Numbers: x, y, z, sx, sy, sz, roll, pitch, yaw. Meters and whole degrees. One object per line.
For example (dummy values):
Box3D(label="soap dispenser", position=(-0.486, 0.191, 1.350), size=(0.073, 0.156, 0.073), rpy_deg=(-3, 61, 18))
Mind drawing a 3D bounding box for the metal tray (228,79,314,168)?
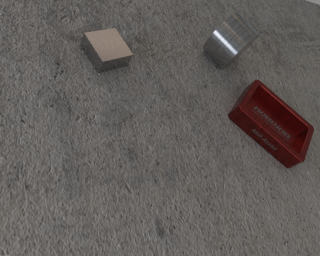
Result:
Box3D(label="metal tray", position=(0.183, -0.009, 0.504), size=(0.130, 0.030, 0.090), rpy_deg=(41, 51, -1))

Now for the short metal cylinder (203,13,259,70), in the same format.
Box3D(label="short metal cylinder", position=(0.119, -0.145, 0.521), size=(0.050, 0.080, 0.080), rpy_deg=(47, 51, 4))

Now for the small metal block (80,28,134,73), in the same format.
Box3D(label="small metal block", position=(-0.074, -0.108, 0.430), size=(0.050, 0.025, 0.050), rpy_deg=(-24, 75, -36))
